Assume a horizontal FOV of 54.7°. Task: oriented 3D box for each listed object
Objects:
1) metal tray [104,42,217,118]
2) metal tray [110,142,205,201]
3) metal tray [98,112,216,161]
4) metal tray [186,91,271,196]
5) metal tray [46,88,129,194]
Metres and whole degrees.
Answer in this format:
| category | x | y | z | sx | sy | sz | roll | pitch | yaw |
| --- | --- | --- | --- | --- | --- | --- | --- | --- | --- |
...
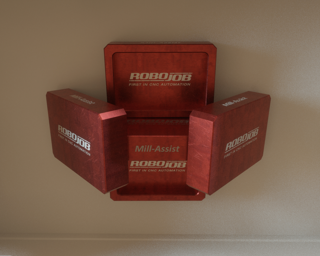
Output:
| category | x | y | z | sx | sy | sz | roll | pitch | yaw |
| --- | --- | --- | --- | --- | --- | --- | --- | --- | --- |
| metal tray | 0.001 | -0.060 | 0.384 | 0.131 | 0.030 | 0.089 | 0 | 111 | -1 |
| metal tray | -0.003 | 0.054 | 0.425 | 0.131 | 0.030 | 0.089 | 0 | 110 | -1 |
| metal tray | -0.004 | 0.007 | 0.377 | 0.131 | 0.090 | 0.030 | 0 | 110 | -1 |
| metal tray | 0.084 | 0.012 | 0.365 | 0.030 | 0.131 | 0.089 | 18 | 116 | 39 |
| metal tray | -0.088 | 0.010 | 0.363 | 0.030 | 0.130 | 0.089 | -17 | 116 | -39 |
